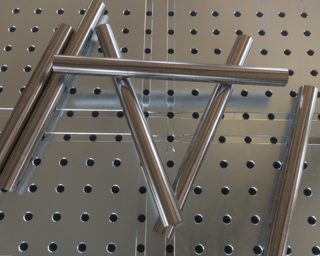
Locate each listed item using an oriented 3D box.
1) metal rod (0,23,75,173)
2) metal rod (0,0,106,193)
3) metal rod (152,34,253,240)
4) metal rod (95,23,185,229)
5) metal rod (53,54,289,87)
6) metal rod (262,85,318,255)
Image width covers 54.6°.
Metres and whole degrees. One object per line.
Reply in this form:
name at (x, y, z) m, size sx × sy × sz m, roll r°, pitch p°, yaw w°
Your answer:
metal rod at (-0.187, -0.015, 0.416) m, size 0.025 × 0.025 × 0.300 m, roll 17°, pitch 71°, yaw 6°
metal rod at (-0.143, -0.057, 0.431) m, size 0.025 × 0.025 × 0.300 m, roll 18°, pitch 71°, yaw 6°
metal rod at (0.064, -0.002, 0.412) m, size 0.025 × 0.025 × 0.300 m, roll 23°, pitch 71°, yaw 8°
metal rod at (-0.034, -0.020, 0.404) m, size 0.025 × 0.025 × 0.299 m, roll -19°, pitch 66°, yaw -7°
metal rod at (0.016, -0.075, 0.406) m, size 0.302 × 0.025 × 0.025 m, roll 3°, pitch 70°, yaw -3°
metal rod at (0.157, 0.080, 0.383) m, size 0.025 × 0.025 × 0.300 m, roll 18°, pitch 71°, yaw 6°
